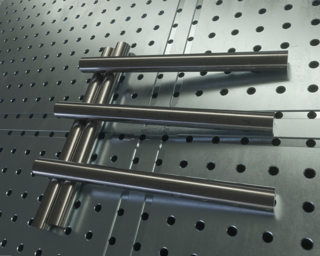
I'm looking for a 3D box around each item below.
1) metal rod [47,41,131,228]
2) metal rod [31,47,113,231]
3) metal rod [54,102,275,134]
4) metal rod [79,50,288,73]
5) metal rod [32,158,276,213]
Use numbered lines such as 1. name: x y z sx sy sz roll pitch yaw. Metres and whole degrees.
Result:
1. metal rod: -0.097 -0.006 0.460 0.025 0.025 0.300 1 62 28
2. metal rod: -0.121 0.001 0.468 0.025 0.025 0.300 1 62 28
3. metal rod: -0.011 -0.016 0.403 0.301 0.025 0.025 4 64 23
4. metal rod: 0.017 -0.091 0.435 0.301 0.025 0.025 4 63 22
5. metal rod: -0.025 0.062 0.363 0.301 0.025 0.025 4 64 22
